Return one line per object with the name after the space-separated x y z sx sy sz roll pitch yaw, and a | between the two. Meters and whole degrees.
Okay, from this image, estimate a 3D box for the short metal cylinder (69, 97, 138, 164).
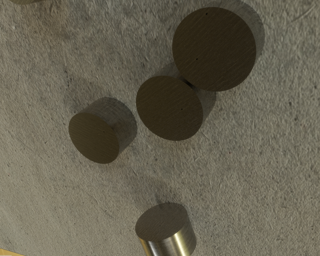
-0.079 0.003 0.434 0.080 0.050 0.079 13 124 21 | short metal cylinder

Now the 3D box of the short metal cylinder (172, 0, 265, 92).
0.059 -0.083 0.308 0.080 0.050 0.079 13 124 21 | short metal cylinder

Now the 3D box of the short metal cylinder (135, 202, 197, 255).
0.009 0.158 0.464 0.080 0.080 0.050 -5 116 31 | short metal cylinder

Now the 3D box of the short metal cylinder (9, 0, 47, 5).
-0.149 -0.187 0.354 0.080 0.050 0.079 13 124 21 | short metal cylinder

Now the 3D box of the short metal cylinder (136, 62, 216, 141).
0.019 -0.032 0.361 0.080 0.050 0.079 13 124 21 | short metal cylinder
